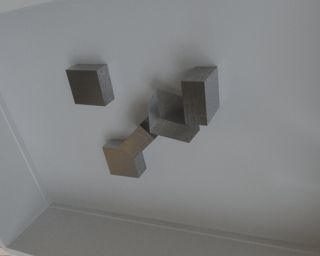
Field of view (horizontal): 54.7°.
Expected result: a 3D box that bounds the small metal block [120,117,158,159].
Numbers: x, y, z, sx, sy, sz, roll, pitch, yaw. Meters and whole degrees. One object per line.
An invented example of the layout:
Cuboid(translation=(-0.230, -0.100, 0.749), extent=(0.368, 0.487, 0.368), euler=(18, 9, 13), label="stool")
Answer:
Cuboid(translation=(-0.019, 0.007, 0.405), extent=(0.025, 0.050, 0.050), euler=(44, 129, -2), label="small metal block")

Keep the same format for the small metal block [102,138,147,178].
Cuboid(translation=(-0.052, 0.045, 0.462), extent=(0.050, 0.025, 0.050), euler=(3, 120, 26), label="small metal block")

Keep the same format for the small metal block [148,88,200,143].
Cuboid(translation=(0.015, -0.014, 0.362), extent=(0.050, 0.050, 0.025), euler=(15, 133, -22), label="small metal block")

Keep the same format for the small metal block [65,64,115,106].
Cuboid(translation=(-0.094, -0.059, 0.420), extent=(0.050, 0.025, 0.050), euler=(6, 121, 24), label="small metal block")

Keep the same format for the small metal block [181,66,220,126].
Cuboid(translation=(0.046, -0.037, 0.344), extent=(0.025, 0.050, 0.050), euler=(5, 120, 25), label="small metal block")
